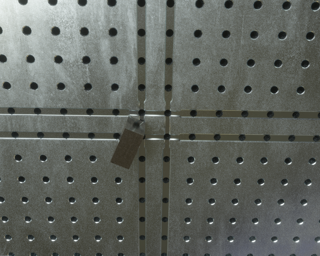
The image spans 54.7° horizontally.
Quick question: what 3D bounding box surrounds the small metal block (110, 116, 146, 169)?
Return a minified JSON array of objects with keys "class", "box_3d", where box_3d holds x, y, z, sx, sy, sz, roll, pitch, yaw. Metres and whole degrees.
[{"class":"small metal block","box_3d":[-0.041,0.018,0.406,0.025,0.050,0.050,23,108,-8]}]
